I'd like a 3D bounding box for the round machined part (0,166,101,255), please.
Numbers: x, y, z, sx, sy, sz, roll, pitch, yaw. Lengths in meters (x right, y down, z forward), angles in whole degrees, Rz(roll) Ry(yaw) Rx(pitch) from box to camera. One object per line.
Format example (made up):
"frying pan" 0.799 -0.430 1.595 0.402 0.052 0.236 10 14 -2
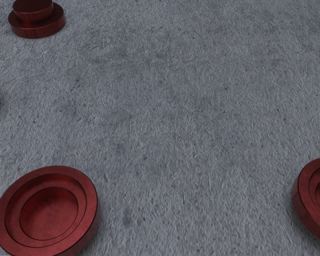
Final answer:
"round machined part" -0.110 0.090 0.315 0.099 0.042 0.098 0 50 0

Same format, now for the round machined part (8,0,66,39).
"round machined part" -0.227 -0.209 0.566 0.099 0.042 0.098 0 50 0

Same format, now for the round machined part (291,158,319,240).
"round machined part" 0.188 0.082 0.325 0.099 0.042 0.098 0 50 0
